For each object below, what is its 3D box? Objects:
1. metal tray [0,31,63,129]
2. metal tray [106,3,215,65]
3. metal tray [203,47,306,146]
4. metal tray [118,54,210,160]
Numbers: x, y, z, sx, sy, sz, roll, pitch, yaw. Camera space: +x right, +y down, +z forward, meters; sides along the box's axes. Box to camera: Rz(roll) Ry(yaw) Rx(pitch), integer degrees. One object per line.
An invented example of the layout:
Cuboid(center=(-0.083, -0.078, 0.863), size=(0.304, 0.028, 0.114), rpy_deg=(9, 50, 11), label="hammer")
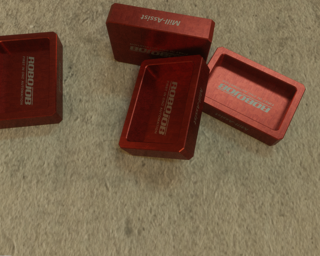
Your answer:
Cuboid(center=(-0.184, -0.068, 0.427), size=(0.091, 0.030, 0.129), rpy_deg=(-6, 70, -3), label="metal tray")
Cuboid(center=(0.001, -0.115, 0.415), size=(0.131, 0.090, 0.030), rpy_deg=(11, 71, 3), label="metal tray")
Cuboid(center=(0.117, -0.045, 0.423), size=(0.130, 0.030, 0.090), rpy_deg=(28, 72, 9), label="metal tray")
Cuboid(center=(0.007, -0.028, 0.395), size=(0.090, 0.030, 0.130), rpy_deg=(2, 67, 29), label="metal tray")
